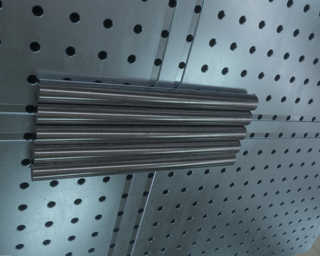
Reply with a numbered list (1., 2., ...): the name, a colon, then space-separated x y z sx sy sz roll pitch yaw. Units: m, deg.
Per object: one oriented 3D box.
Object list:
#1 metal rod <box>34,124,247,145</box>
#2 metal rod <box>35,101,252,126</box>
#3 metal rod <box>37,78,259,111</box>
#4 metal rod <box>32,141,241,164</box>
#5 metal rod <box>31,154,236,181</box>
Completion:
1. metal rod: -0.005 0.006 0.414 0.303 0.025 0.025 0 118 -29
2. metal rod: 0.001 -0.017 0.403 0.303 0.025 0.025 0 118 -29
3. metal rod: 0.007 -0.039 0.393 0.303 0.025 0.025 0 118 -29
4. metal rod: -0.011 0.028 0.424 0.303 0.025 0.025 0 118 -29
5. metal rod: -0.017 0.049 0.434 0.303 0.025 0.025 0 119 -29
